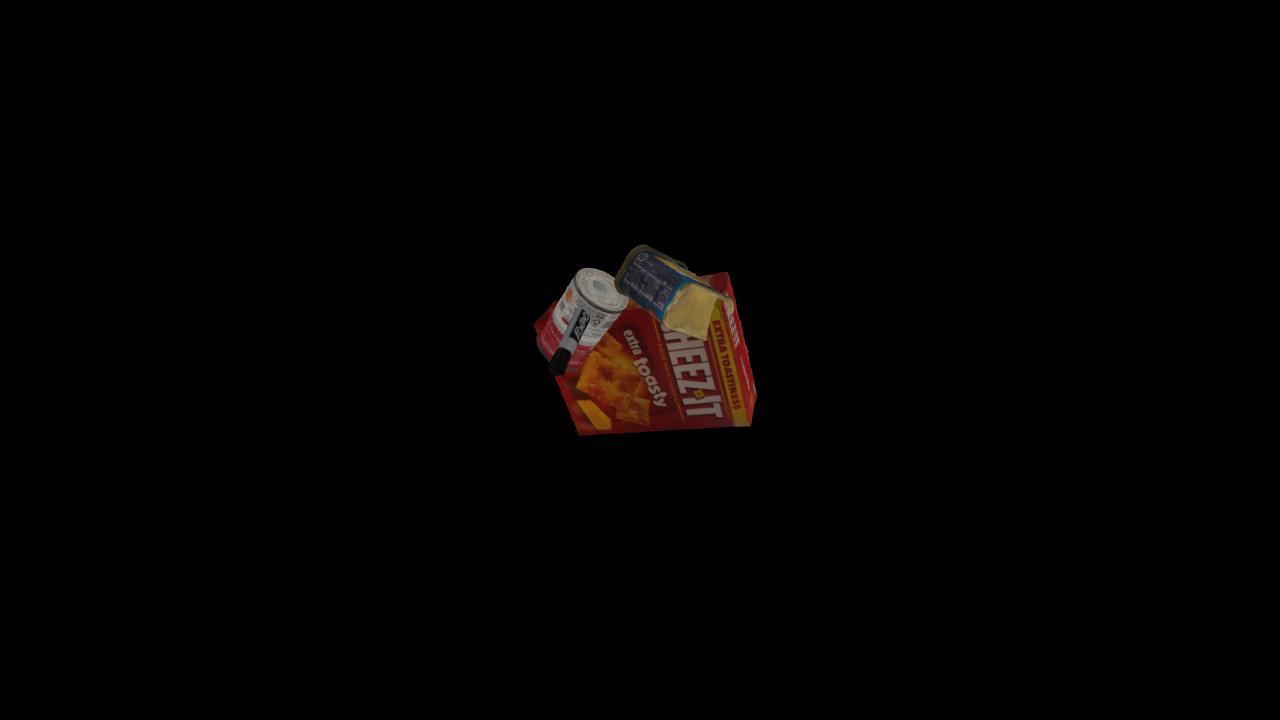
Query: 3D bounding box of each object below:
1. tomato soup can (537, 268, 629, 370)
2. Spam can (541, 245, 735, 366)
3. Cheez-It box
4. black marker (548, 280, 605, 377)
[{"bbox_3d":[-0.065,-0.046,0.686,0.068,0.068,0.101,0,-39,-39],"label":"tomato soup can"},{"bbox_3d":[0.038,-0.067,0.638,0.101,0.058,0.085,14,21,-49],"label":"Spam can"},{"bbox_3d":[0.010,0.001,0.713,0.223,0.166,0.071,-6,30,21],"label":"Cheez-It box"},{"bbox_3d":[-0.066,-0.033,0.637,0.020,0.121,0.020,16,-32,10],"label":"black marker"}]
